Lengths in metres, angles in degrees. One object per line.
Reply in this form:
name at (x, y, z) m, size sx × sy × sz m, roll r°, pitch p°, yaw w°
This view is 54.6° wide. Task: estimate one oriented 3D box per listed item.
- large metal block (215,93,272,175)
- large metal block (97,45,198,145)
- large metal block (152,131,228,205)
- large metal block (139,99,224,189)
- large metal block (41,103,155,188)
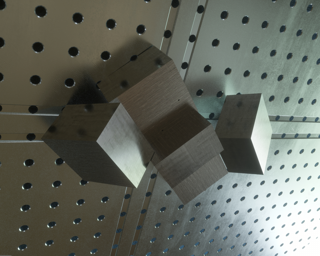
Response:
large metal block at (0.120, 0.009, 0.438) m, size 0.080 × 0.050 × 0.080 m, roll 58°, pitch 44°, yaw -39°
large metal block at (-0.013, -0.035, 0.365) m, size 0.080 × 0.050 × 0.080 m, roll -35°, pitch 130°, yaw -3°
large metal block at (0.041, 0.051, 0.448) m, size 0.080 × 0.050 × 0.080 m, roll -35°, pitch 128°, yaw -5°
large metal block at (0.019, 0.015, 0.394) m, size 0.080 × 0.080 × 0.050 m, roll -36°, pitch 131°, yaw -4°
large metal block at (-0.065, 0.019, 0.342) m, size 0.080 × 0.080 × 0.050 m, roll 58°, pitch 45°, yaw -39°
